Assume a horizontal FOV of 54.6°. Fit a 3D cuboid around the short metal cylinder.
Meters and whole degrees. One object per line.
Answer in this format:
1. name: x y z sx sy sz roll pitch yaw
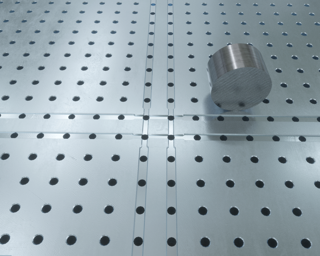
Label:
1. short metal cylinder: 0.108 -0.069 0.431 0.080 0.080 0.050 -1 50 -1
